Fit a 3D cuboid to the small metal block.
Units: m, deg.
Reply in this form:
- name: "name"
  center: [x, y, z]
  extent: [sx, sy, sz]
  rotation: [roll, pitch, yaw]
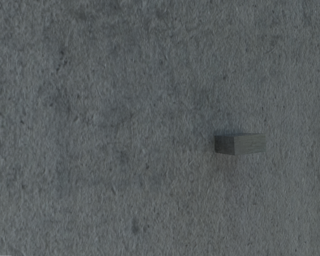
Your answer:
- name: "small metal block"
  center: [0.112, 0.022, 0.437]
  extent: [0.050, 0.050, 0.025]
  rotation: [-5, 92, -20]
